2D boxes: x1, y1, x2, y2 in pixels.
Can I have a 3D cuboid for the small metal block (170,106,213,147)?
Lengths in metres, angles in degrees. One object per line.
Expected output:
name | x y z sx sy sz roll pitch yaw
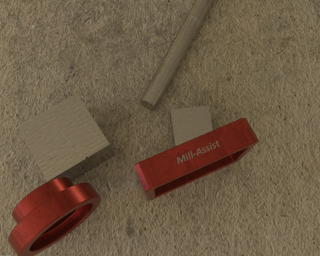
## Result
small metal block | 0.041 0.001 0.408 0.050 0.025 0.050 -6 70 -2

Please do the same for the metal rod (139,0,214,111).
metal rod | 0.049 -0.157 0.465 0.025 0.025 0.300 24 72 8

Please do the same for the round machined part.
round machined part | -0.117 0.091 0.336 0.098 0.098 0.042 -38 75 -13

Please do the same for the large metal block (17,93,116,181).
large metal block | -0.114 0.017 0.388 0.080 0.050 0.080 -32 73 -11

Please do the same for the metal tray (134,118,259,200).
metal tray | 0.039 0.040 0.359 0.131 0.090 0.030 -23 72 -8
